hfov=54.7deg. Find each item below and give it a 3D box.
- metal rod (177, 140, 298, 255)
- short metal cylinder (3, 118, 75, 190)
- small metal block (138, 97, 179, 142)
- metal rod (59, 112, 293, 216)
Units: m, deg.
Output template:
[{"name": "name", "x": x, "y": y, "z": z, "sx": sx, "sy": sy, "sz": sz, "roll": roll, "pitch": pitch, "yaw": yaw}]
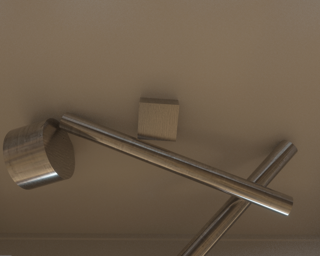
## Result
[{"name": "metal rod", "x": 0.071, "y": 0.126, "z": 0.391, "sx": 0.301, "sy": 0.025, "sz": 0.025, "roll": -43, "pitch": 107, "yaw": -13}, {"name": "short metal cylinder", "x": -0.150, "y": 0.033, "z": 0.392, "sx": 0.050, "sy": 0.080, "sz": 0.080, "roll": -16, "pitch": 110, "yaw": 6}, {"name": "small metal block", "x": -0.003, "y": -0.011, "z": 0.407, "sx": 0.050, "sy": 0.025, "sz": 0.050, "roll": 4, "pitch": 110, "yaw": -2}, {"name": "metal rod", "x": 0.015, "y": 0.043, "z": 0.391, "sx": 0.301, "sy": 0.025, "sz": 0.025, "roll": 20, "pitch": 109, "yaw": 6}]
